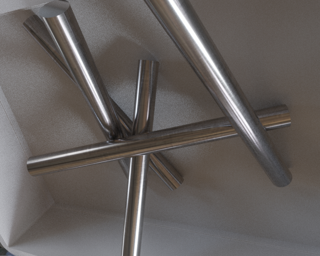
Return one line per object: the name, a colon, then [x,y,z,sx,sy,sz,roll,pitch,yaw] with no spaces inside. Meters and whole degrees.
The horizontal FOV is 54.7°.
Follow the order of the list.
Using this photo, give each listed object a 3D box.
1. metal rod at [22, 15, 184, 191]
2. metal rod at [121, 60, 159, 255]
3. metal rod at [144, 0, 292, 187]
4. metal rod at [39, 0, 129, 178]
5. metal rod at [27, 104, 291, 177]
metal rod: [-0.074,-0.030,0.428,0.300,0.025,0.025,48,129,-6]
metal rod: [-0.028,0.067,0.391,0.025,0.025,0.298,10,99,23]
metal rod: [0.064,-0.024,0.277,0.025,0.025,0.300,-12,139,33]
metal rod: [-0.059,-0.006,0.363,0.025,0.025,0.299,14,147,21]
metal rod: [-0.010,0.017,0.355,0.301,0.025,0.025,-12,114,9]
